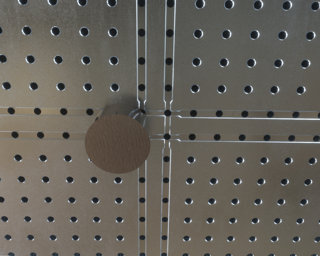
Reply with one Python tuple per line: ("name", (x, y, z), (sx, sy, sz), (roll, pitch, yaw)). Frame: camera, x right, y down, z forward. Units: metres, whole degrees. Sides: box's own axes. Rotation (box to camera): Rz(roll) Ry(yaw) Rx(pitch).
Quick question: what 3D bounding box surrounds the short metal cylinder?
("short metal cylinder", (-0.052, 0.012, 0.404), (0.081, 0.050, 0.079), (0, 110, -1))
